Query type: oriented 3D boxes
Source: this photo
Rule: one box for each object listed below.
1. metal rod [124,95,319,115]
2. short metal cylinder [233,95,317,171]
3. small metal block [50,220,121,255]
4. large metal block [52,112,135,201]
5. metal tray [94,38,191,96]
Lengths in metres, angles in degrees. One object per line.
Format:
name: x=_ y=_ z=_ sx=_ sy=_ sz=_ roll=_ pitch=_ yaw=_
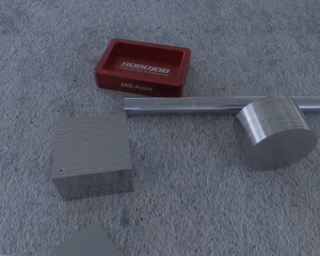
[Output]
metal rod: x=0.103 y=-0.032 z=0.431 sx=0.302 sy=0.025 sz=0.025 roll=-1 pitch=50 yaw=-1
short metal cylinder: x=0.132 y=0.007 z=0.363 sx=0.081 sy=0.080 sz=0.050 roll=-6 pitch=51 yaw=-6
small metal block: x=-0.068 y=0.126 z=0.296 sx=0.050 sy=0.025 sz=0.050 roll=-31 pitch=57 yaw=-24
large metal block: x=-0.075 y=0.032 z=0.359 sx=0.081 sy=0.050 sz=0.080 roll=-6 pitch=50 yaw=-6
metal tray: x=-0.024 y=-0.093 z=0.477 sx=0.131 sy=0.030 sz=0.090 roll=10 pitch=51 yaw=8
